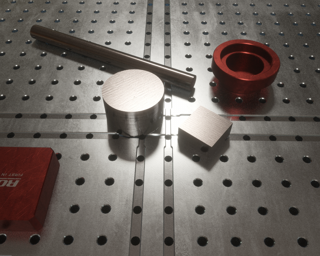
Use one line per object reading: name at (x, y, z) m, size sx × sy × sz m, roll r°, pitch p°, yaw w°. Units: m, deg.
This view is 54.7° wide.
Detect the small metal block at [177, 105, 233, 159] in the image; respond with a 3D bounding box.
small metal block at (0.059, 0.004, 0.405) m, size 0.050 × 0.025 × 0.050 m, roll 32°, pitch 57°, yaw 23°

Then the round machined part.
round machined part at (0.128, -0.090, 0.474) m, size 0.099 × 0.042 × 0.098 m, roll 0°, pitch 50°, yaw 0°

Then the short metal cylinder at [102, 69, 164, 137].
short metal cylinder at (-0.035, -0.034, 0.420) m, size 0.081 × 0.050 × 0.080 m, roll 0°, pitch 50°, yaw 0°

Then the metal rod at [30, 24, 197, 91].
metal rod at (-0.085, -0.119, 0.506) m, size 0.301 × 0.025 × 0.025 m, roll 21°, pitch 53°, yaw 16°

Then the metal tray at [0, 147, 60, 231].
metal tray at (-0.190, 0.065, 0.347) m, size 0.131 × 0.030 × 0.090 m, roll 1°, pitch 50°, yaw 0°
